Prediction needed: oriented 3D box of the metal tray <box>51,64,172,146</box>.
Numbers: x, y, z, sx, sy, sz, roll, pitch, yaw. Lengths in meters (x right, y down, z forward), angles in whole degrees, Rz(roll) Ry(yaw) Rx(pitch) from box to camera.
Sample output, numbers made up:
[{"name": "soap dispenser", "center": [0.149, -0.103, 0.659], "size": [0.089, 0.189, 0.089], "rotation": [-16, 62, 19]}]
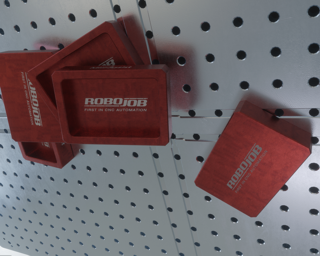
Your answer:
[{"name": "metal tray", "center": [-0.053, -0.027, 0.366], "size": [0.131, 0.030, 0.089], "rotation": [1, 112, 9]}]

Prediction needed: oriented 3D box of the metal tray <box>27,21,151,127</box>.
[{"name": "metal tray", "center": [-0.088, -0.063, 0.390], "size": [0.130, 0.030, 0.090], "rotation": [-26, 105, 18]}]

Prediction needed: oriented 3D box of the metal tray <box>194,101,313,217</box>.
[{"name": "metal tray", "center": [0.107, 0.042, 0.378], "size": [0.090, 0.030, 0.129], "rotation": [29, 128, 9]}]

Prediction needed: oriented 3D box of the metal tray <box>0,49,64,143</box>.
[{"name": "metal tray", "center": [-0.176, -0.044, 0.446], "size": [0.090, 0.030, 0.129], "rotation": [1, 111, 9]}]

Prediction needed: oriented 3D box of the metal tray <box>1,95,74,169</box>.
[{"name": "metal tray", "center": [-0.201, 0.000, 0.514], "size": [0.090, 0.030, 0.129], "rotation": [9, 123, 23]}]
